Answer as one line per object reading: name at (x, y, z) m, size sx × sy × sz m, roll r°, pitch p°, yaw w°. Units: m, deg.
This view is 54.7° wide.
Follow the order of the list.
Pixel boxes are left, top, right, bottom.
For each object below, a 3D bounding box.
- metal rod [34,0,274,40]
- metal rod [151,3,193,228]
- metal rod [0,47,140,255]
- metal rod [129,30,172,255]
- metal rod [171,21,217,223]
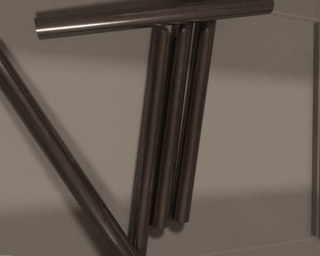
metal rod at (0.003, -0.142, 0.390) m, size 0.302 × 0.025 × 0.025 m, roll -10°, pitch 94°, yaw -12°
metal rod at (0.017, -0.018, 0.417) m, size 0.025 × 0.025 × 0.298 m, roll 8°, pitch 87°, yaw -20°
metal rod at (-0.108, 0.044, 0.358) m, size 0.025 × 0.025 × 0.299 m, roll -34°, pitch 97°, yaw -17°
metal rod at (-0.014, 0.023, 0.406) m, size 0.025 × 0.025 × 0.298 m, roll 8°, pitch 87°, yaw -20°
metal rod at (0.048, -0.022, 0.429) m, size 0.025 × 0.025 × 0.298 m, roll 9°, pitch 87°, yaw -20°
